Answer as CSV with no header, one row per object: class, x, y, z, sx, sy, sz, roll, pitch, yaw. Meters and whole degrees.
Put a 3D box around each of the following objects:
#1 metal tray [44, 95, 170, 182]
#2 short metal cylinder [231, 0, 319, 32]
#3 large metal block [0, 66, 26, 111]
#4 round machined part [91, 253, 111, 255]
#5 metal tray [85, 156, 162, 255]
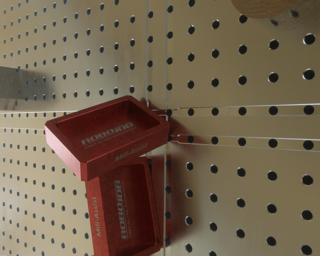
metal tray,-0.064,0.006,0.392,0.090,0.131,0.030,37,134,34
short metal cylinder,0.114,-0.139,0.299,0.080,0.050,0.079,0,90,40
large metal block,-0.344,-0.085,0.658,0.050,0.081,0.080,-33,70,35
round machined part,-0.079,0.237,0.464,0.098,0.042,0.097,0,90,40
metal tray,-0.047,0.106,0.405,0.030,0.091,0.129,-15,80,39
